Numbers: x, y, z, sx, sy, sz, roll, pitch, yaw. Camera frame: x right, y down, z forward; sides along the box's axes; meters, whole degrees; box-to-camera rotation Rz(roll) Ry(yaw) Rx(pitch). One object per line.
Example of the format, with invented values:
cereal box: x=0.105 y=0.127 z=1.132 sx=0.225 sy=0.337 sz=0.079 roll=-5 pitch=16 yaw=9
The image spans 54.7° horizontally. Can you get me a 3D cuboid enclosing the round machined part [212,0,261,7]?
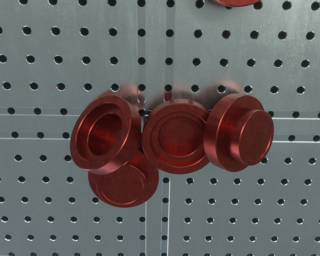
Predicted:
round machined part: x=0.085 y=-0.184 z=0.338 sx=0.099 sy=0.042 sz=0.097 roll=0 pitch=110 yaw=-1

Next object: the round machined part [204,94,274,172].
round machined part: x=0.103 y=0.008 z=0.382 sx=0.099 sy=0.042 sz=0.097 roll=-11 pitch=108 yaw=-37

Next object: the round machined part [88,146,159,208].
round machined part: x=-0.051 y=0.071 z=0.430 sx=0.099 sy=0.042 sz=0.097 roll=0 pitch=110 yaw=-1

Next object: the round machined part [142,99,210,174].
round machined part: x=0.026 y=0.008 z=0.408 sx=0.099 sy=0.042 sz=0.097 roll=0 pitch=110 yaw=-1

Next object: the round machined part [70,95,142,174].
round machined part: x=-0.062 y=0.011 z=0.388 sx=0.098 sy=0.098 sz=0.042 roll=-40 pitch=140 yaw=13
